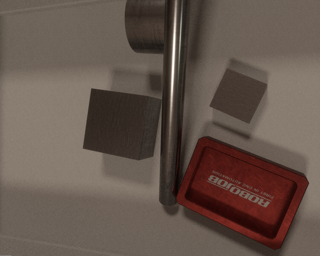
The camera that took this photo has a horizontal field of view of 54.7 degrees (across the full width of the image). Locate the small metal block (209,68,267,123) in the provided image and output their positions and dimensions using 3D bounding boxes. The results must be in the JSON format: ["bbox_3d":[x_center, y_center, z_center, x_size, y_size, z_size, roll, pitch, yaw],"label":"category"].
[{"bbox_3d":[0.095,-0.038,0.377,0.050,0.025,0.050,26,99,17],"label":"small metal block"}]

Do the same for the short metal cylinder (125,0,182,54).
[{"bbox_3d":[-0.003,-0.132,0.381,0.050,0.080,0.079,7,93,19],"label":"short metal cylinder"}]

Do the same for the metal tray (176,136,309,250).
[{"bbox_3d":[0.095,0.074,0.373,0.130,0.030,0.089,22,97,18],"label":"metal tray"}]

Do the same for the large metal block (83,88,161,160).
[{"bbox_3d":[-0.049,-0.006,0.414,0.080,0.050,0.079,10,93,19],"label":"large metal block"}]

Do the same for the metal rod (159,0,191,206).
[{"bbox_3d":[0.015,-0.040,0.345,0.025,0.025,0.298,11,117,19],"label":"metal rod"}]
